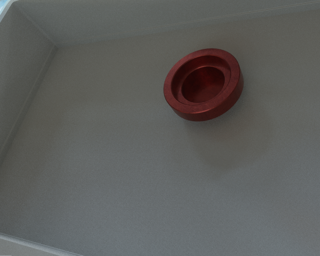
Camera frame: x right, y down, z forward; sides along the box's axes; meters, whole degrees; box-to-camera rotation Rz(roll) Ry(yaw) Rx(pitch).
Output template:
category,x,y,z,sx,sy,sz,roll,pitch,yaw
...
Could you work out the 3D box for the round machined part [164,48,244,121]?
category,x,y,z,sx,sy,sz,roll,pitch,yaw
round machined part,0.058,-0.050,0.396,0.098,0.042,0.098,-13,56,21
